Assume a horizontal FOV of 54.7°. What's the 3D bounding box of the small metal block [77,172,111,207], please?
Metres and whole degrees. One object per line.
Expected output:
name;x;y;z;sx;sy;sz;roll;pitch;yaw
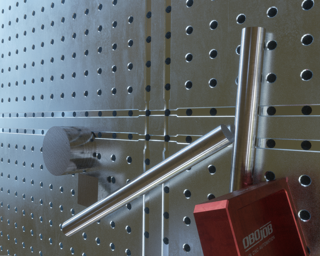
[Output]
small metal block;-0.105;0.099;0.493;0.050;0.025;0.050;4;92;39

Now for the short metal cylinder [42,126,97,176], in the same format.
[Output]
short metal cylinder;-0.151;0.037;0.514;0.080;0.050;0.079;0;90;39

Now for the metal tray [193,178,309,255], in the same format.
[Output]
metal tray;0.087;0.098;0.269;0.030;0.131;0.090;-22;76;38

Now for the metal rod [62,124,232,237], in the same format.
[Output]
metal rod;-0.033;0.082;0.415;0.299;0.025;0.025;-35;69;27

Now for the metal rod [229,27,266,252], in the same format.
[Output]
metal rod;0.089;0.045;0.334;0.025;0.025;0.298;6;94;39
